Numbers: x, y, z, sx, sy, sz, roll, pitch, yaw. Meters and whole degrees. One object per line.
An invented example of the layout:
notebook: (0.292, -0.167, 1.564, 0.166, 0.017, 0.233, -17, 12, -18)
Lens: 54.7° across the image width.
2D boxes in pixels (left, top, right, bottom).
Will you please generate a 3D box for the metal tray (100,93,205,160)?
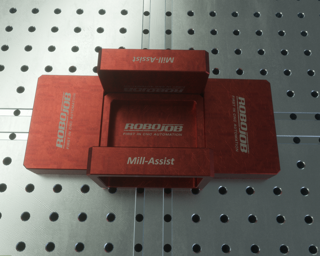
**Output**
metal tray: (-0.009, 0.001, 0.406, 0.131, 0.030, 0.090, 1, 70, 0)

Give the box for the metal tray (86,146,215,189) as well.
metal tray: (-0.010, 0.049, 0.358, 0.131, 0.090, 0.030, 1, 70, 0)

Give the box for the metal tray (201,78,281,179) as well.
metal tray: (0.102, -0.001, 0.409, 0.091, 0.030, 0.130, 1, 70, -1)

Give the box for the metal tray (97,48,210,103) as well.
metal tray: (-0.008, -0.064, 0.400, 0.131, 0.090, 0.030, 1, 70, 0)

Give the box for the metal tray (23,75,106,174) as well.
metal tray: (-0.120, -0.006, 0.409, 0.091, 0.030, 0.130, 1, 70, 0)
